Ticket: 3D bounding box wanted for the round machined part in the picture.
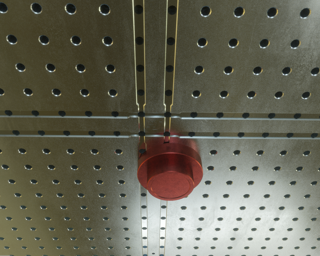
[{"bbox_3d":[0.015,0.072,0.462,0.099,0.042,0.097,-1,130,0],"label":"round machined part"}]
